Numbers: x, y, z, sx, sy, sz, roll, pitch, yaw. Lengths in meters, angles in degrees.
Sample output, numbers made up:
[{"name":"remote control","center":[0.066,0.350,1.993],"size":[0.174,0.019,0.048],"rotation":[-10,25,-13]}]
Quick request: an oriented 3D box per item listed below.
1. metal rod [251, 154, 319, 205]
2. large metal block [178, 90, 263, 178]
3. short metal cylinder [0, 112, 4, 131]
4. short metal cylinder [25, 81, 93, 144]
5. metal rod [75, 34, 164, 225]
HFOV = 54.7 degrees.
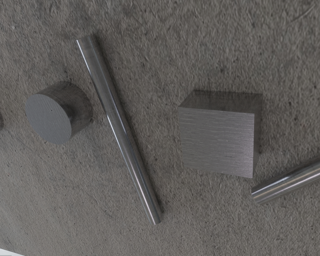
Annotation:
[{"name":"metal rod","center":[0.214,0.011,0.300],"size":[0.025,0.025,0.299],"rotation":[46,129,-4]},{"name":"large metal block","center":[0.071,0.004,0.356],"size":[0.080,0.050,0.079],"rotation":[7,122,24]},{"name":"short metal cylinder","center":[-0.333,-0.015,0.557],"size":[0.080,0.050,0.079],"rotation":[13,124,21]},{"name":"short metal cylinder","center":[-0.147,-0.023,0.454],"size":[0.080,0.050,0.079],"rotation":[13,124,21]},{"name":"metal rod","center":[-0.050,0.017,0.443],"size":[0.025,0.025,0.298],"rotation":[-4,117,30]}]
